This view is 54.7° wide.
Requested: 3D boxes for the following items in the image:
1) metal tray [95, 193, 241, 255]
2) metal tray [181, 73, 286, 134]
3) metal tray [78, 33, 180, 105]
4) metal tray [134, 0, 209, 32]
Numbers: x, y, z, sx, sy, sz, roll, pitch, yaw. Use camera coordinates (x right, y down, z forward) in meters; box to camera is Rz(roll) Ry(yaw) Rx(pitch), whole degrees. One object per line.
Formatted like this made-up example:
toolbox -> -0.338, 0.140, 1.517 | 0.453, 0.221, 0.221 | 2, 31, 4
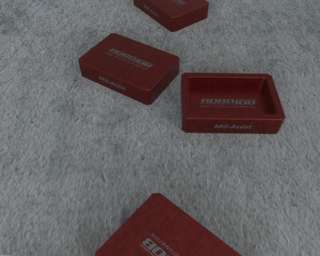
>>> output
metal tray -> 0.016, 0.133, 0.288 | 0.130, 0.030, 0.090 | 33, 57, 24
metal tray -> 0.095, -0.036, 0.431 | 0.131, 0.030, 0.090 | 1, 50, 0
metal tray -> -0.047, -0.095, 0.479 | 0.130, 0.030, 0.090 | 25, 54, 19
metal tray -> 0.019, -0.243, 0.604 | 0.091, 0.030, 0.130 | -30, 56, -23
